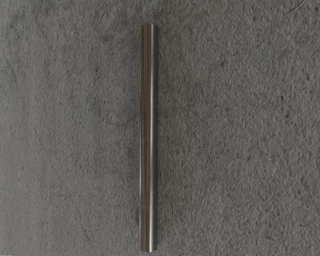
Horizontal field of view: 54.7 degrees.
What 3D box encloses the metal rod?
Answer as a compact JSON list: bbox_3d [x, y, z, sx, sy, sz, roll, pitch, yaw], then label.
[{"bbox_3d":[-0.015,0.013,0.417,0.025,0.025,0.298,0,90,39],"label":"metal rod"}]
